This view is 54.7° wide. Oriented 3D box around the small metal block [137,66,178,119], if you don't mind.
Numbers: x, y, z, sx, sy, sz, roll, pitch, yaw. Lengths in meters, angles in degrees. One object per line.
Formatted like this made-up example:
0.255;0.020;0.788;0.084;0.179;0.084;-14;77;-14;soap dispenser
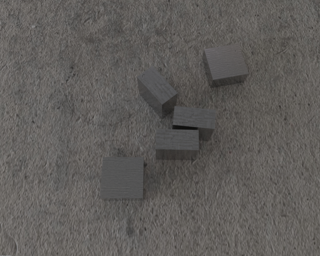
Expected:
-0.004;-0.046;0.411;0.025;0.050;0.050;-38;75;-12;small metal block

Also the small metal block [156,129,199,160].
0.020;0.022;0.387;0.050;0.050;0.025;1;70;0;small metal block

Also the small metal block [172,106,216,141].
0.041;-0.005;0.397;0.050;0.050;0.025;6;70;2;small metal block

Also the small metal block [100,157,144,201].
-0.045;0.063;0.384;0.050;0.025;0.050;0;70;0;small metal block

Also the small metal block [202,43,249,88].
0.092;-0.088;0.441;0.050;0.025;0.050;-11;70;-4;small metal block
